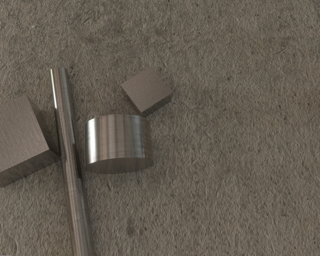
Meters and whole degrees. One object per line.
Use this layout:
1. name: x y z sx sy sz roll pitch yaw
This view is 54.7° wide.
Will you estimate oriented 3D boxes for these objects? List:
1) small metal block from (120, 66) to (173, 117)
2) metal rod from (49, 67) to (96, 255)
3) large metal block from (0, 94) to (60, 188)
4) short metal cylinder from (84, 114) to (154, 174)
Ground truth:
1. small metal block: -0.018 -0.048 0.426 0.050 0.025 0.050 -34 74 -12
2. metal rod: -0.109 0.058 0.385 0.025 0.025 0.299 -12 70 -5
3. large metal block: -0.182 0.017 0.387 0.080 0.050 0.080 -26 72 -9
4. short metal cylinder: -0.050 0.022 0.370 0.081 0.080 0.050 -6 70 -2
